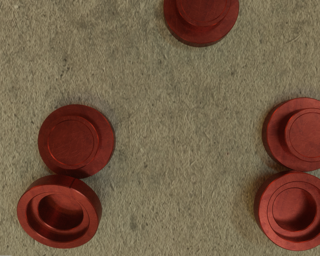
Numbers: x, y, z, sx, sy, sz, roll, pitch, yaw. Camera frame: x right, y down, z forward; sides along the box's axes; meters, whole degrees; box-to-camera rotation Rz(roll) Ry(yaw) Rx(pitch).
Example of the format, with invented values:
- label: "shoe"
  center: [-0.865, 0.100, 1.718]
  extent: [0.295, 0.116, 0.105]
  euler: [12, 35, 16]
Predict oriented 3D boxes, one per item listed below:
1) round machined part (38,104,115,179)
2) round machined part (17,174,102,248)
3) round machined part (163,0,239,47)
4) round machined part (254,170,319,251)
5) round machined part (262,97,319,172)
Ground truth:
- label: "round machined part"
  center: [-0.109, 0.018, 0.400]
  extent: [0.099, 0.042, 0.097]
  euler: [0, 90, 0]
- label: "round machined part"
  center: [-0.121, 0.099, 0.389]
  extent: [0.099, 0.042, 0.097]
  euler: [1, 114, 2]
- label: "round machined part"
  center: [0.054, -0.159, 0.402]
  extent: [0.099, 0.042, 0.097]
  euler: [0, 90, 0]
- label: "round machined part"
  center: [0.171, 0.103, 0.403]
  extent: [0.099, 0.042, 0.097]
  euler: [0, 90, 0]
- label: "round machined part"
  center: [0.188, 0.009, 0.403]
  extent: [0.099, 0.042, 0.097]
  euler: [0, 90, 0]
